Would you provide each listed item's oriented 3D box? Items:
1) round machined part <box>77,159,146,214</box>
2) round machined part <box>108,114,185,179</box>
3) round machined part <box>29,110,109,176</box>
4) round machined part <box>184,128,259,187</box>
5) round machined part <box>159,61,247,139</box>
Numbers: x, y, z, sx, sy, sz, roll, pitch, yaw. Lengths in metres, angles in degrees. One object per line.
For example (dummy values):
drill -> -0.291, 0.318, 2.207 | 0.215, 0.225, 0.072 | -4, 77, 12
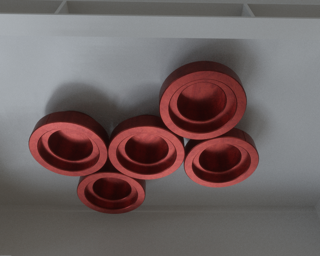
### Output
round machined part -> -0.070, 0.083, 0.464 | 0.099, 0.042, 0.097 | 0, 130, 0
round machined part -> -0.017, 0.021, 0.411 | 0.099, 0.042, 0.097 | 0, 130, 0
round machined part -> -0.115, 0.016, 0.407 | 0.099, 0.042, 0.097 | 0, 130, 0
round machined part -> 0.081, 0.034, 0.424 | 0.099, 0.042, 0.097 | 0, 130, 0
round machined part -> 0.048, -0.036, 0.364 | 0.099, 0.042, 0.097 | 0, 130, 0
